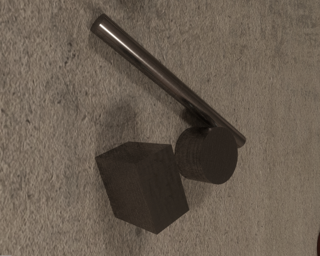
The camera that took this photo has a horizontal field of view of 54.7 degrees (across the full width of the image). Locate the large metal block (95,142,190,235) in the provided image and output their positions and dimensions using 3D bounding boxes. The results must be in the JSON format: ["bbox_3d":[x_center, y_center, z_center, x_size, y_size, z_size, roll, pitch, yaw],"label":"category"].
[{"bbox_3d":[-0.021,0.063,0.353,0.050,0.080,0.080,-26,107,-37],"label":"large metal block"}]

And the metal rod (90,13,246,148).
[{"bbox_3d":[0.032,-0.048,0.433,0.301,0.025,0.025,35,69,-35],"label":"metal rod"}]

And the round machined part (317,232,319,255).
[{"bbox_3d":[0.427,0.288,0.758,0.099,0.042,0.097,0,90,-40],"label":"round machined part"}]

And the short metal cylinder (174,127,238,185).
[{"bbox_3d":[0.067,0.038,0.448,0.081,0.050,0.079,0,90,-40],"label":"short metal cylinder"}]
